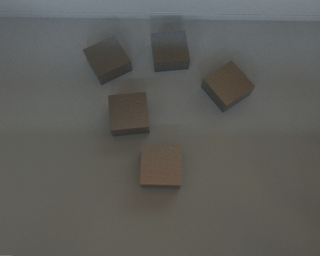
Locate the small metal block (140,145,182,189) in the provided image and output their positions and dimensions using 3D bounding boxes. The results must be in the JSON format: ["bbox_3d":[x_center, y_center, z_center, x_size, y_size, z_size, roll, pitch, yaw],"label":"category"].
[{"bbox_3d":[0.002,0.049,0.392,0.050,0.025,0.050,2,70,0],"label":"small metal block"}]

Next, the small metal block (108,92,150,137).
[{"bbox_3d":[-0.041,-0.018,0.416,0.050,0.025,0.050,-6,70,-2],"label":"small metal block"}]

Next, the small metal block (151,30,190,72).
[{"bbox_3d":[0.014,-0.111,0.450,0.050,0.025,0.050,-6,70,-2],"label":"small metal block"}]

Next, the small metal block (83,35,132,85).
[{"bbox_3d":[-0.075,-0.097,0.445,0.050,0.025,0.050,-28,73,-10],"label":"small metal block"}]

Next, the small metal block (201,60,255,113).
[{"bbox_3d":[0.094,-0.058,0.431,0.050,0.025,0.050,-33,74,-12],"label":"small metal block"}]
